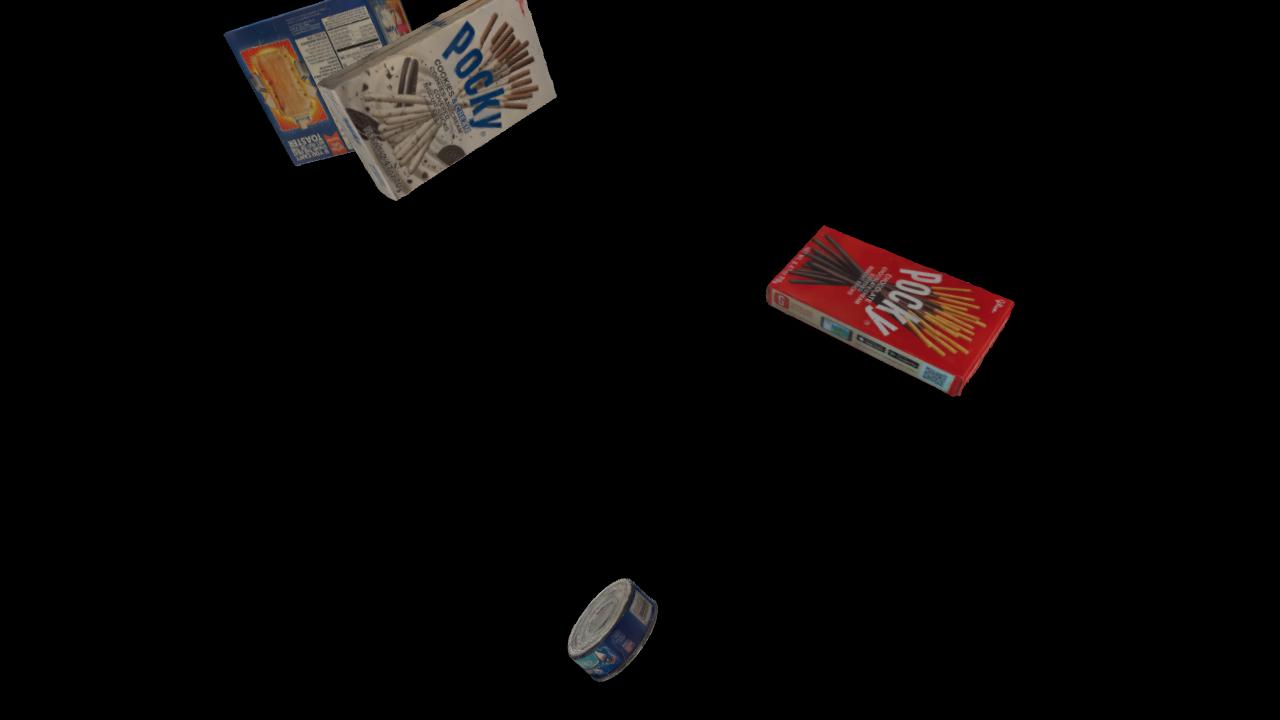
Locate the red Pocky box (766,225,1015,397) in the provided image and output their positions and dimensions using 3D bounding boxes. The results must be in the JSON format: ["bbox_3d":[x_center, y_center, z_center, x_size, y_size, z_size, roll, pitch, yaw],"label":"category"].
[{"bbox_3d":[0.182,-0.043,0.459,0.155,0.083,0.028,31,-26,28],"label":"red Pocky box"}]

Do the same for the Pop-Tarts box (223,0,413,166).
[{"bbox_3d":[-0.325,-0.308,0.674,0.167,0.141,0.083,-8,32,13],"label":"Pop-Tarts box"}]

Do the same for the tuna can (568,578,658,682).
[{"bbox_3d":[-0.025,0.237,0.547,0.084,0.034,0.084,-44,8,8],"label":"tuna can"}]

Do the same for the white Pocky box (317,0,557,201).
[{"bbox_3d":[-0.132,-0.187,0.428,0.028,0.084,0.154,31,64,34],"label":"white Pocky box"}]
